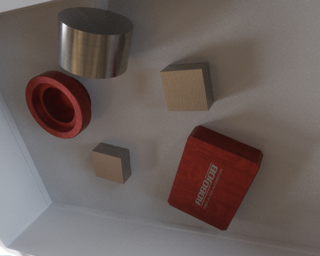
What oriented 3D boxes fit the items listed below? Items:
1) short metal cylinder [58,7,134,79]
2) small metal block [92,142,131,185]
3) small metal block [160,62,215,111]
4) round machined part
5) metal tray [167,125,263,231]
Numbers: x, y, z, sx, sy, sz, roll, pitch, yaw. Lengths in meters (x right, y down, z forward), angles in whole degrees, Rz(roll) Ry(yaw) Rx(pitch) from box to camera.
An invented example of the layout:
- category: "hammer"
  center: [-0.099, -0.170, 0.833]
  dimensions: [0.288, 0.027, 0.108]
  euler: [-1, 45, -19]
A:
- category: "short metal cylinder"
  center: [-0.073, -0.098, 0.350]
  dimensions: [0.080, 0.080, 0.050]
  euler: [24, 127, 13]
- category: "small metal block"
  center: [-0.074, 0.055, 0.480]
  dimensions: [0.050, 0.025, 0.050]
  euler: [12, 124, 21]
- category: "small metal block"
  center: [0.033, -0.047, 0.361]
  dimensions: [0.050, 0.025, 0.050]
  euler: [1, 119, 27]
- category: "round machined part"
  center: [-0.140, -0.036, 0.447]
  dimensions: [0.098, 0.042, 0.097]
  euler: [13, 124, 20]
- category: "metal tray"
  center: [0.068, 0.069, 0.412]
  dimensions: [0.090, 0.030, 0.129]
  euler: [23, 127, 13]
